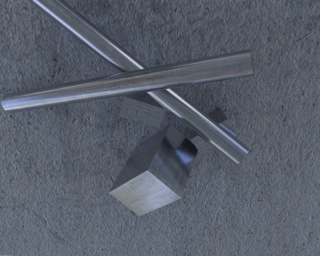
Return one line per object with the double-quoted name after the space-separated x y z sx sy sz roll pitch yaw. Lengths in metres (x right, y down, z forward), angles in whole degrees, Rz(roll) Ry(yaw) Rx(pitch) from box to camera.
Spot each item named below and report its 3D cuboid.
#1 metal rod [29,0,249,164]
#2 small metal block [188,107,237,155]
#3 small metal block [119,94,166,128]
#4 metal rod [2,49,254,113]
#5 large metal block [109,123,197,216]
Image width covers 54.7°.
-0.023 -0.061 0.356 0.300 0.025 0.025 38 106 -1 "metal rod"
0.065 0.003 0.398 0.050 0.050 0.025 -30 108 9 "small metal block"
-0.021 -0.027 0.386 0.050 0.050 0.025 17 109 -7 "small metal block"
-0.053 -0.046 0.342 0.301 0.025 0.025 -6 111 21 "metal rod"
-0.006 0.053 0.385 0.050 0.080 0.080 42 133 -14 "large metal block"
